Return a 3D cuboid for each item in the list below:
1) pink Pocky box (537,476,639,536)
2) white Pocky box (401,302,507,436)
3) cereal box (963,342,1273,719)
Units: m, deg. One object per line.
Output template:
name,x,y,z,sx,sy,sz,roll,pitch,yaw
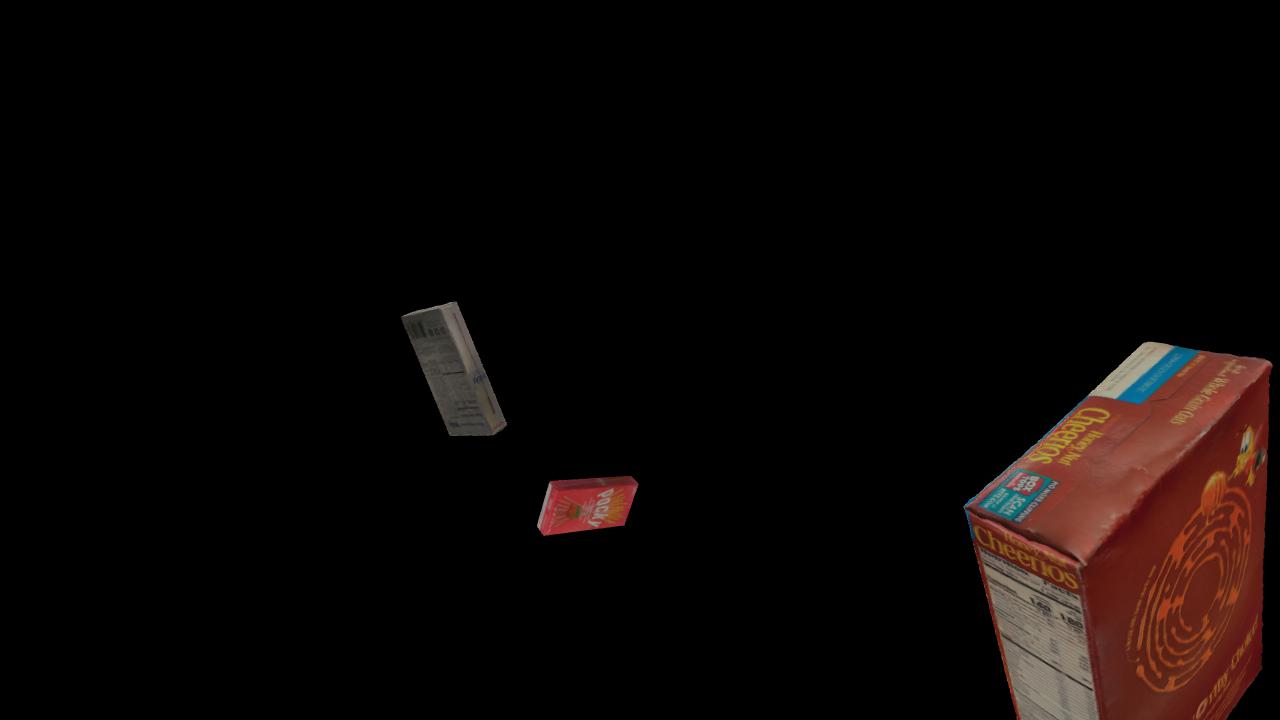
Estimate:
pink Pocky box,-0.080,0.229,0.972,0.155,0.084,0.029,4,22,-37
white Pocky box,-0.213,0.014,0.701,0.084,0.154,0.028,-6,20,38
cereal box,0.348,0.166,0.434,0.203,0.306,0.081,-34,25,-17
